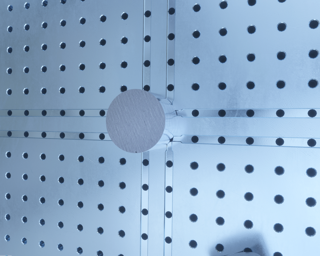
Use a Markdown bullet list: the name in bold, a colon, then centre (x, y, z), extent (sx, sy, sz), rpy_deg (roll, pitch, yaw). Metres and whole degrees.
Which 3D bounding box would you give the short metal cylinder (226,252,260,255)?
- **short metal cylinder**: centre (0.086, 0.184, 0.353), extent (0.080, 0.080, 0.050), rpy_deg (-22, 83, 18)

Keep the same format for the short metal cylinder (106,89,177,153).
- **short metal cylinder**: centre (-0.023, -0.009, 0.407), extent (0.080, 0.050, 0.079), rpy_deg (0, 90, 19)
